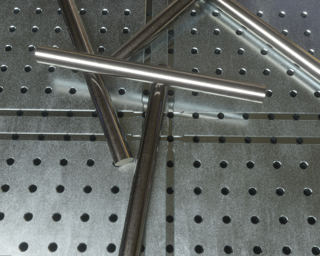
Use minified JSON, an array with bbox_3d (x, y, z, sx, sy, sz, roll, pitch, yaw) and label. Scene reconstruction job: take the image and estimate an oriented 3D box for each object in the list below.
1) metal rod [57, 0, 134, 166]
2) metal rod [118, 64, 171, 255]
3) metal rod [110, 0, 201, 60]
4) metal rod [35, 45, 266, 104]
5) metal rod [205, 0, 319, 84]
[{"bbox_3d":[-0.100,-0.088,0.443,0.025,0.025,0.299,-20,71,-7],"label":"metal rod"},{"bbox_3d":[-0.019,0.054,0.392,0.025,0.025,0.299,9,70,3],"label":"metal rod"},{"bbox_3d":[0.047,-0.196,0.461,0.300,0.025,0.025,-42,75,-6],"label":"metal rod"},{"bbox_3d":[-0.015,-0.072,0.410,0.301,0.025,0.025,11,71,4],"label":"metal rod"},{"bbox_3d":[0.160,-0.140,0.463,0.300,0.025,0.025,42,75,14],"label":"metal rod"}]
